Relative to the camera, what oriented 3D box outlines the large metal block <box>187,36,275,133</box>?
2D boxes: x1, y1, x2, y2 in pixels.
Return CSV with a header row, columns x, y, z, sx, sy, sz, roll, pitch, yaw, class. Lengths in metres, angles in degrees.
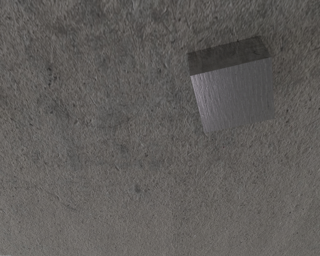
x,y,z,sx,sy,sz,roll,pitch,yaw,class
0.080,-0.048,0.351,0.080,0.050,0.080,-12,129,10,large metal block
